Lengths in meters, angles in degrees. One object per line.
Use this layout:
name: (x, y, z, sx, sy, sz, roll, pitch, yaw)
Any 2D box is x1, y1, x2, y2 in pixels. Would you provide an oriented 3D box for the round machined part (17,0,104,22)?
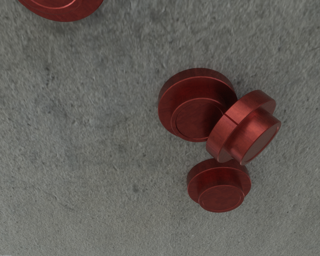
round machined part: (-0.094, -0.141, 0.274, 0.099, 0.042, 0.097, -1, 130, 0)

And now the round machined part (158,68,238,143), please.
round machined part: (0.047, -0.020, 0.379, 0.099, 0.042, 0.097, -1, 130, 0)

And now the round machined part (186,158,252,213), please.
round machined part: (0.092, 0.094, 0.478, 0.099, 0.042, 0.097, -1, 130, 0)

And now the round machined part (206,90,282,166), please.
round machined part: (0.105, 0.006, 0.368, 0.099, 0.042, 0.098, -34, 151, -21)
